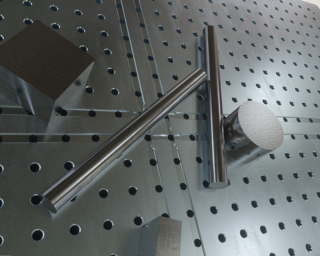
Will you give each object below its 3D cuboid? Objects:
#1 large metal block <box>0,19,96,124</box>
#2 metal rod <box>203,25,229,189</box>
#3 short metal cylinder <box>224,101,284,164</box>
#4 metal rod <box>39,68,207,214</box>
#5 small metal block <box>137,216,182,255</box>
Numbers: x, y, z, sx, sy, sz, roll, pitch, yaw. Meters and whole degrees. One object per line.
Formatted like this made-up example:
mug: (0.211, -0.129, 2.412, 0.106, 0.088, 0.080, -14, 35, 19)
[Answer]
large metal block: (-0.136, -0.066, 0.359, 0.080, 0.050, 0.080, 34, 51, -6)
metal rod: (0.083, -0.051, 0.483, 0.025, 0.025, 0.300, 16, 55, -19)
short metal cylinder: (0.134, 0.006, 0.460, 0.081, 0.050, 0.080, 14, 56, -21)
metal rod: (-0.023, -0.004, 0.398, 0.025, 0.025, 0.302, 45, 51, 3)
small metal block: (-0.002, 0.123, 0.316, 0.025, 0.050, 0.050, 19, 55, -18)
